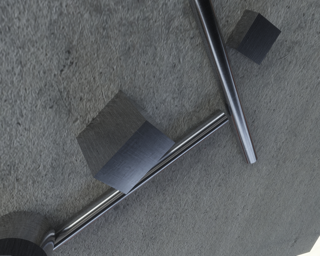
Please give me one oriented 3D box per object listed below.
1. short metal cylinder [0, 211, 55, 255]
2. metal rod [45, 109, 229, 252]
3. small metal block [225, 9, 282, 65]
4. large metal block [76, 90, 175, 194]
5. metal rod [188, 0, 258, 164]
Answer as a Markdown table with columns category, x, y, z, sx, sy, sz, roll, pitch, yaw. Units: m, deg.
| category | x | y | z | sx | sy | sz | roll | pitch | yaw |
| --- | --- | --- | --- | --- | --- | --- | --- | --- | --- |
| short metal cylinder | -0.172 | 0.149 | 0.375 | 0.081 | 0.050 | 0.079 | -4 | 110 | -10 |
| metal rod | -0.030 | 0.070 | 0.435 | 0.301 | 0.025 | 0.025 | -36 | 130 | -5 |
| small metal block | 0.121 | -0.117 | 0.403 | 0.050 | 0.025 | 0.050 | 19 | 108 | -36 |
| large metal block | -0.043 | 0.014 | 0.358 | 0.080 | 0.080 | 0.050 | -47 | 130 | 4 |
| metal rod | 0.096 | -0.051 | 0.429 | 0.025 | 0.025 | 0.299 | -34 | 129 | -6 |
